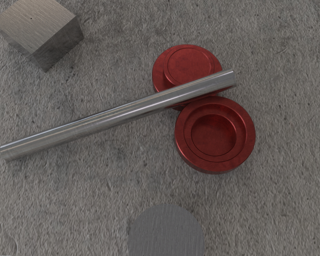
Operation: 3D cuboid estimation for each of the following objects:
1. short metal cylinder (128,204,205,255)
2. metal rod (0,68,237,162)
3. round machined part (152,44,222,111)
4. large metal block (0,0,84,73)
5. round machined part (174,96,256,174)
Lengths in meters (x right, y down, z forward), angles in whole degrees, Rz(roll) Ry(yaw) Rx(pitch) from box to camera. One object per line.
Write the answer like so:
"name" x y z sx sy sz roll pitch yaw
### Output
"short metal cylinder" 0.007 0.129 0.348 0.081 0.050 0.080 0 70 0
"metal rod" -0.053 -0.015 0.388 0.301 0.025 0.025 -18 71 3
"round machined part" 0.038 -0.075 0.427 0.099 0.042 0.098 0 70 0
"large metal block" -0.172 -0.141 0.445 0.080 0.050 0.080 38 74 12
"round machined part" 0.067 0.011 0.395 0.099 0.042 0.098 0 70 0
